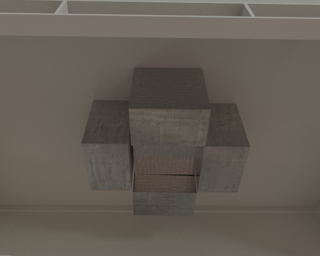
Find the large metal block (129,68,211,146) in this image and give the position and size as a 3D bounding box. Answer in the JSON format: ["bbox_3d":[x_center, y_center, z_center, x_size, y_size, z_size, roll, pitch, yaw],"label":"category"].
[{"bbox_3d":[0.009,-0.025,0.349,0.081,0.080,0.050,1,130,-1],"label":"large metal block"}]

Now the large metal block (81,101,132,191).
[{"bbox_3d":[-0.060,0.021,0.389,0.050,0.080,0.079,1,130,-1],"label":"large metal block"}]

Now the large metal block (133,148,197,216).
[{"bbox_3d":[0.005,0.074,0.434,0.081,0.080,0.050,1,130,-1],"label":"large metal block"}]

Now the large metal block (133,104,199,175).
[{"bbox_3d":[0.008,0.015,0.402,0.081,0.050,0.079,0,130,-1],"label":"large metal block"}]

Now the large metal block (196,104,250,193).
[{"bbox_3d":[0.073,0.025,0.394,0.050,0.080,0.079,1,130,-1],"label":"large metal block"}]
